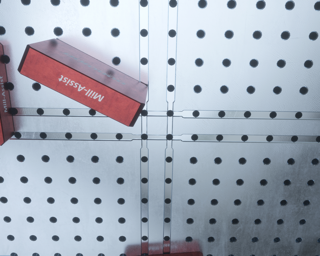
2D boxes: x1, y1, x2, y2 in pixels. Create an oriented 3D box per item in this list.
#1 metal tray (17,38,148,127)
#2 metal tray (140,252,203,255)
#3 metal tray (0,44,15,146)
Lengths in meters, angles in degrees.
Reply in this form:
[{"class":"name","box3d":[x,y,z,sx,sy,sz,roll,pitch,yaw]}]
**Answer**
[{"class":"metal tray","box3d":[-0.080,-0.055,0.357,0.131,0.090,0.030,27,108,-10]},{"class":"metal tray","box3d":[0.008,0.251,0.503,0.131,0.030,0.089,-4,110,1]},{"class":"metal tray","box3d":[-0.244,-0.044,0.392,0.090,0.030,0.129,2,110,-1]}]
